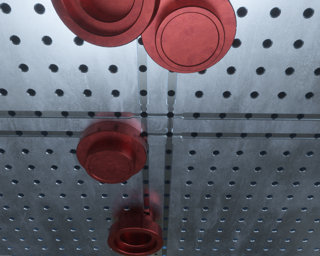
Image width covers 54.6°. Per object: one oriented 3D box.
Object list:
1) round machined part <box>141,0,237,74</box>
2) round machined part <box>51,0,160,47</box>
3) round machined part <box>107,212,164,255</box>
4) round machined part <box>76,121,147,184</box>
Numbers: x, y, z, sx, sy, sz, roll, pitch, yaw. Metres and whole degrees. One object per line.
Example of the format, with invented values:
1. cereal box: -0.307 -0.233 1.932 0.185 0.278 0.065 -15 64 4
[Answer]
1. round machined part: 0.029 -0.098 0.317 0.099 0.042 0.097 0 130 0
2. round machined part: -0.046 -0.128 0.282 0.098 0.042 0.097 7 125 10
3. round machined part: -0.043 0.189 0.561 0.099 0.042 0.097 0 130 0
4. round machined part: -0.068 0.041 0.435 0.099 0.042 0.097 0 130 0
